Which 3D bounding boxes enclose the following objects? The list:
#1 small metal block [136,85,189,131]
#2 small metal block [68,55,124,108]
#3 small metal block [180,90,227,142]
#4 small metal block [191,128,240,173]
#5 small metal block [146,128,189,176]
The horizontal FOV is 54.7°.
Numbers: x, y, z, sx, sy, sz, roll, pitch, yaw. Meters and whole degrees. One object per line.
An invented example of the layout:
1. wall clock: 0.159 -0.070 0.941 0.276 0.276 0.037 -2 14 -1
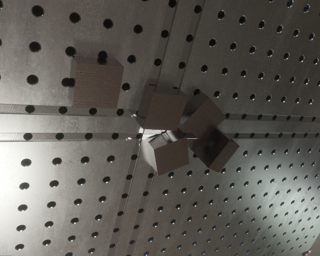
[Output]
1. small metal block: 0.002 -0.025 0.399 0.050 0.025 0.050 3 117 -31
2. small metal block: -0.072 -0.050 0.342 0.050 0.025 0.050 -1 119 -28
3. small metal block: 0.057 -0.016 0.434 0.050 0.025 0.050 -46 130 4
4. small metal block: 0.081 0.029 0.460 0.025 0.050 0.050 28 103 -38
5. small metal block: 0.012 0.034 0.441 0.050 0.025 0.050 -20 127 -17
